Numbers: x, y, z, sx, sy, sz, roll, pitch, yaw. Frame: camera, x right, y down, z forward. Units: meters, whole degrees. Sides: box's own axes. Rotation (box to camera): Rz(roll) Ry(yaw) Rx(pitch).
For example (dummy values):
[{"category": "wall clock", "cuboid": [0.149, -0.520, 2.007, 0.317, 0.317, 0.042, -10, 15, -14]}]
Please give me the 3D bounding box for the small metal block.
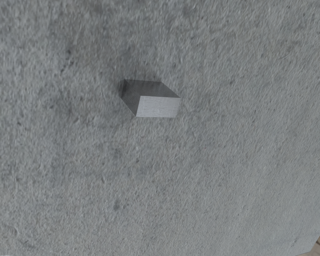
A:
[{"category": "small metal block", "cuboid": [-0.012, -0.035, 0.364, 0.050, 0.050, 0.025, 0, 118, -29]}]
